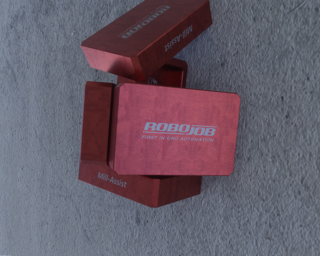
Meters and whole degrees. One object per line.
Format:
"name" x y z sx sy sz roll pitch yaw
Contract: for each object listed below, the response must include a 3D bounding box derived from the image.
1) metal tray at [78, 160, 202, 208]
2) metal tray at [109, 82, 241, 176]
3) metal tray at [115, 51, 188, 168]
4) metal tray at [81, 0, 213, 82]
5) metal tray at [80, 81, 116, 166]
"metal tray" -0.026 0.058 0.383 0.130 0.091 0.030 9 96 39
"metal tray" 0.016 0.003 0.326 0.030 0.131 0.089 -162 76 -72
"metal tray" -0.010 -0.021 0.370 0.030 0.091 0.129 9 96 39
"metal tray" -0.013 -0.109 0.355 0.090 0.131 0.030 22 145 37
"metal tray" -0.064 -0.009 0.394 0.030 0.130 0.089 5 94 3
